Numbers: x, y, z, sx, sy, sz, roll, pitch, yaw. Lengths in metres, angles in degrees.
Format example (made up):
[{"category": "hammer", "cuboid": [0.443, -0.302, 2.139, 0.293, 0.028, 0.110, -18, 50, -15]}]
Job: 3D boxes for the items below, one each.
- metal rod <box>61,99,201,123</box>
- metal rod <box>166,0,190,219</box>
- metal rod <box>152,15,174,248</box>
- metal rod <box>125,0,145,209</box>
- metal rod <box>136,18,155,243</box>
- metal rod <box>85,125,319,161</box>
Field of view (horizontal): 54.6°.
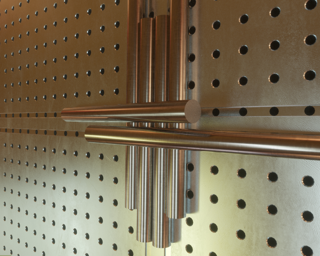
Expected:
[{"category": "metal rod", "cuboid": [-0.064, -0.021, 0.433, 0.299, 0.025, 0.025, 2, 91, 49]}, {"category": "metal rod", "cuboid": [0.023, -0.038, 0.390, 0.025, 0.025, 0.298, 1, 91, 40]}, {"category": "metal rod", "cuboid": [0.004, 0.005, 0.408, 0.025, 0.025, 0.298, 1, 91, 40]}, {"category": "metal rod", "cuboid": [-0.035, -0.037, 0.439, 0.025, 0.025, 0.298, 1, 91, 40]}, {"category": "metal rod", "cuboid": [-0.017, 0.003, 0.423, 0.025, 0.025, 0.298, 2, 91, 40]}, {"category": "metal rod", "cuboid": [0.032, 0.013, 0.357, 0.300, 0.025, 0.025, 2, 92, 31]}]
